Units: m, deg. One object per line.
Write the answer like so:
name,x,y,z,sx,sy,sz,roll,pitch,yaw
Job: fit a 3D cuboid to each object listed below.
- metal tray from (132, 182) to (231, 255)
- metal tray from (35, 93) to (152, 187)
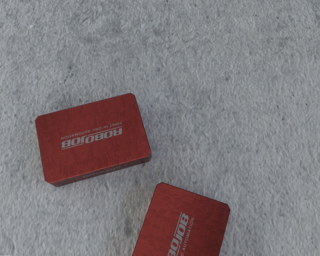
metal tray,0.019,0.138,0.355,0.090,0.030,0.130,18,71,6
metal tray,-0.085,0.014,0.399,0.131,0.030,0.090,-15,71,-6
